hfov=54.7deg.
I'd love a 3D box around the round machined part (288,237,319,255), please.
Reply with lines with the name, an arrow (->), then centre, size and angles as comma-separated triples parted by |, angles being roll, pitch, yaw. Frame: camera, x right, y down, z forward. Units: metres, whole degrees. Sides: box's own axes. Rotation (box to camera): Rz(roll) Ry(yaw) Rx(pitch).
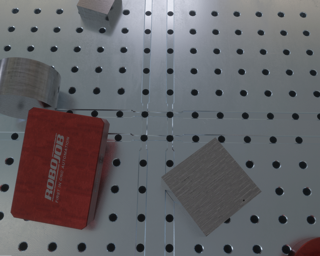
round machined part -> 0.193, 0.172, 0.341 | 0.099, 0.042, 0.098 | 0, 70, 0

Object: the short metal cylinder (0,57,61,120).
short metal cylinder -> -0.172, -0.048, 0.399 | 0.080, 0.080, 0.050 | 1, 70, 0

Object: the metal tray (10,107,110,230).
metal tray -> -0.117, 0.046, 0.370 | 0.090, 0.030, 0.129 | 9, 89, 3

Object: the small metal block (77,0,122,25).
small metal block -> -0.093, -0.194, 0.482 | 0.050, 0.025, 0.050 | 18, 71, 6

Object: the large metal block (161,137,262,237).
large metal block -> 0.058, 0.072, 0.372 | 0.080, 0.050, 0.080 | -35, 74, -12
